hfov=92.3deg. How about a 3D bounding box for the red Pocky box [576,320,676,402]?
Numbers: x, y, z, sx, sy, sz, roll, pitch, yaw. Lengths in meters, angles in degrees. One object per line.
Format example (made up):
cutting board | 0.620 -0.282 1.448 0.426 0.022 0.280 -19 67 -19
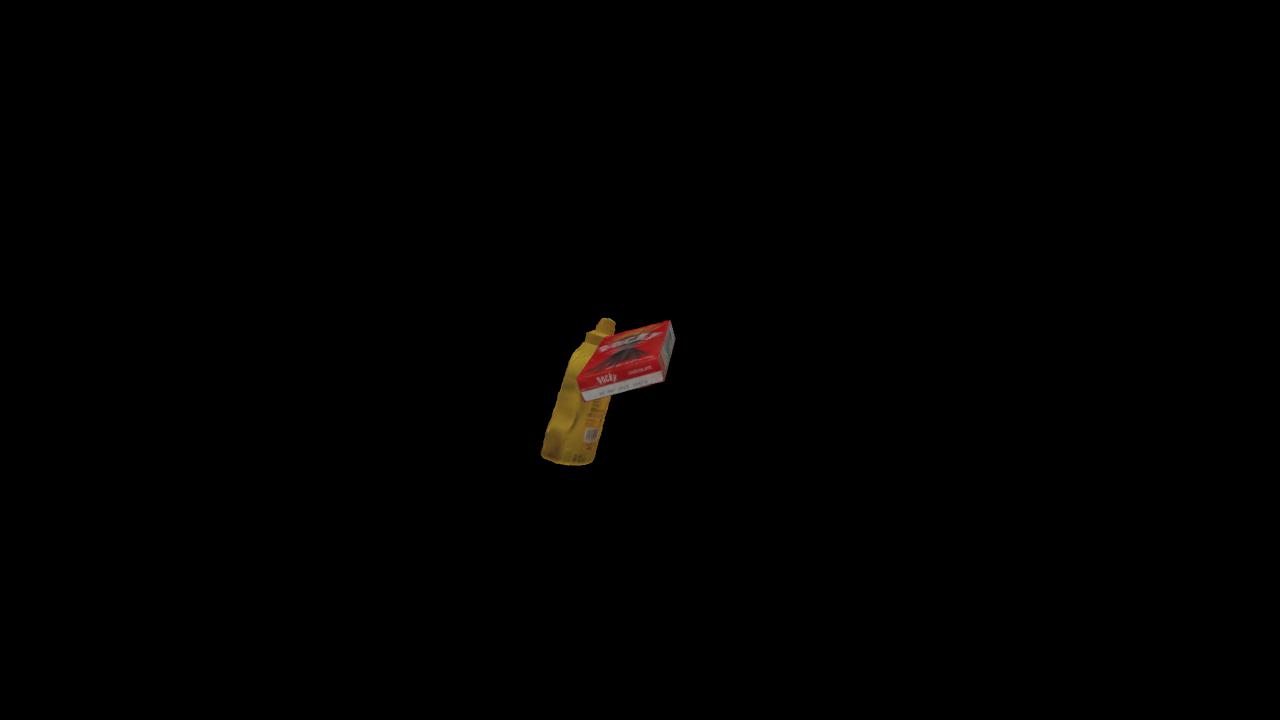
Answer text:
red Pocky box | -0.010 -0.003 0.632 0.083 0.028 0.155 -16 14 11

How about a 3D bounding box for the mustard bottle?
mustard bottle | -0.064 0.036 0.764 0.054 0.184 0.092 18 3 32
